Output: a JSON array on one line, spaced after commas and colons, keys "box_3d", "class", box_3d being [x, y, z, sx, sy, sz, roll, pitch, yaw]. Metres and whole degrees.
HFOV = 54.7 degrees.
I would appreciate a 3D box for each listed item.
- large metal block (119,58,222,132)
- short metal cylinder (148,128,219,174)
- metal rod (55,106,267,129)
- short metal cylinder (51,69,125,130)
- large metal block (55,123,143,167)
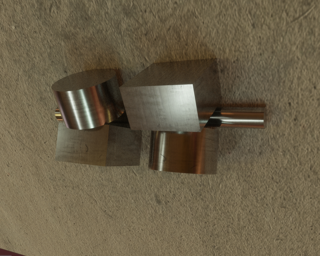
[{"box_3d": [0.016, -0.038, 0.340, 0.080, 0.080, 0.050, 2, 119, 27], "class": "large metal block"}, {"box_3d": [0.028, 0.026, 0.366, 0.080, 0.080, 0.050, 2, 85, 27], "class": "short metal cylinder"}, {"box_3d": [-0.018, -0.017, 0.409, 0.300, 0.025, 0.025, 2, 120, 27], "class": "metal rod"}, {"box_3d": [-0.090, -0.039, 0.396, 0.080, 0.080, 0.050, 4, 120, 26], "class": "short metal cylinder"}, {"box_3d": [-0.081, 0.023, 0.422, 0.080, 0.080, 0.050, 2, 86, 26], "class": "large metal block"}]
